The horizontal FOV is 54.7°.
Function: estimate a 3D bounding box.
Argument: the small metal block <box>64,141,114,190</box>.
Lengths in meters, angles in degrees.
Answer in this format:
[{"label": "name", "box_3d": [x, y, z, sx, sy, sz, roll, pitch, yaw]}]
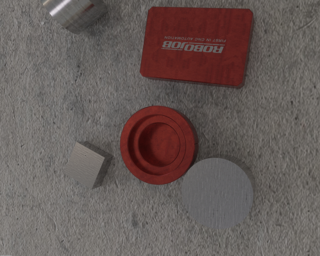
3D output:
[{"label": "small metal block", "box_3d": [-0.102, 0.052, 0.445, 0.050, 0.025, 0.050, 26, 99, 18]}]

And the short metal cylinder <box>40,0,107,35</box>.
[{"label": "short metal cylinder", "box_3d": [-0.118, -0.176, 0.421, 0.050, 0.080, 0.080, -33, 80, 17]}]

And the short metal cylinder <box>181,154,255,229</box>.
[{"label": "short metal cylinder", "box_3d": [0.071, 0.073, 0.371, 0.080, 0.050, 0.080, 0, 90, 20]}]

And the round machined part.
[{"label": "round machined part", "box_3d": [0.002, 0.021, 0.399, 0.098, 0.042, 0.097, 0, 90, 20]}]

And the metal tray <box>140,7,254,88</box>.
[{"label": "metal tray", "box_3d": [0.045, -0.102, 0.391, 0.130, 0.030, 0.089, 9, 93, 19]}]
